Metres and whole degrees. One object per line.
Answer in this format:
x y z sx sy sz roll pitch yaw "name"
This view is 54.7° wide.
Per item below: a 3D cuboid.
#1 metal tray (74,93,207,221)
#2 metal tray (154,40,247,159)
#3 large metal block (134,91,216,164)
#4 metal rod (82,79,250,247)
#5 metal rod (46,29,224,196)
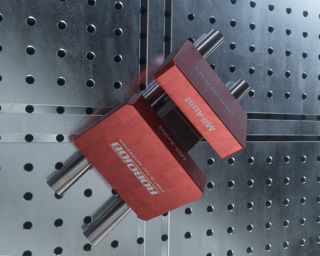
-0.021 0.037 0.348 0.090 0.030 0.130 -31 105 27 "metal tray"
0.055 -0.037 0.376 0.130 0.030 0.090 49 31 -14 "metal tray"
0.014 -0.002 0.389 0.080 0.080 0.050 -44 104 -15 "large metal block"
0.018 0.037 0.421 0.301 0.025 0.025 -44 104 -15 "metal rod"
-0.022 -0.029 0.406 0.301 0.025 0.025 -44 104 -15 "metal rod"
